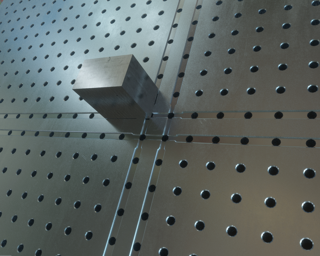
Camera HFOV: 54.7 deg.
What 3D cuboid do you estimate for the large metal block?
[{"bbox_3d":[-0.060,-0.055,0.436,0.080,0.080,0.050,1,62,28],"label":"large metal block"}]
